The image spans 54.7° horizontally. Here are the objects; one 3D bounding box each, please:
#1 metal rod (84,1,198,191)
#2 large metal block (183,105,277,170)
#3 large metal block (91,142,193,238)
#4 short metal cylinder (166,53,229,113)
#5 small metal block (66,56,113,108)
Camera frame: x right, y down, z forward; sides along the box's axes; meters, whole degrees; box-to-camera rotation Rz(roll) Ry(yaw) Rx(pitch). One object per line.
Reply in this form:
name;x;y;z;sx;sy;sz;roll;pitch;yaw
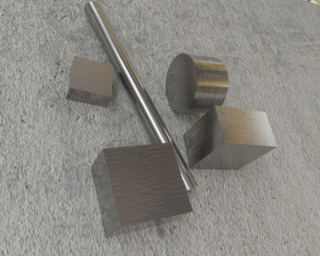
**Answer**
metal rod;-0.033;-0.051;0.416;0.025;0.025;0.299;-17;71;-35
large metal block;0.088;0.017;0.406;0.081;0.080;0.050;5;60;-26
large metal block;-0.022;0.065;0.336;0.081;0.050;0.080;-4;64;-30
short metal cylinder;0.049;-0.061;0.432;0.050;0.080;0.080;0;62;-29
small metal block;-0.088;-0.058;0.392;0.050;0.025;0.050;11;57;-22
